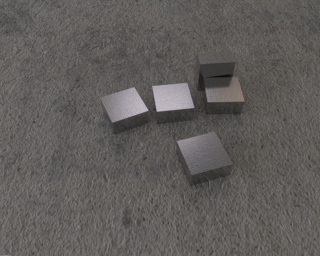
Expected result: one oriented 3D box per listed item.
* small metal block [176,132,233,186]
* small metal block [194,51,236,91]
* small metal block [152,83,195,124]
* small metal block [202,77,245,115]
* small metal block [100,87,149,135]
[{"bbox_3d":[0.052,0.036,0.373,0.050,0.025,0.050,-14,51,-11],"label":"small metal block"},{"bbox_3d":[0.080,-0.084,0.458,0.050,0.050,0.025,-5,50,-4],"label":"small metal block"},{"bbox_3d":[0.017,-0.035,0.432,0.050,0.025,0.050,-6,50,-5],"label":"small metal block"},{"bbox_3d":[0.089,-0.046,0.443,0.050,0.025,0.050,-1,50,-1],"label":"small metal block"},{"bbox_3d":[-0.048,-0.024,0.423,0.050,0.025,0.050,-20,53,-16],"label":"small metal block"}]
